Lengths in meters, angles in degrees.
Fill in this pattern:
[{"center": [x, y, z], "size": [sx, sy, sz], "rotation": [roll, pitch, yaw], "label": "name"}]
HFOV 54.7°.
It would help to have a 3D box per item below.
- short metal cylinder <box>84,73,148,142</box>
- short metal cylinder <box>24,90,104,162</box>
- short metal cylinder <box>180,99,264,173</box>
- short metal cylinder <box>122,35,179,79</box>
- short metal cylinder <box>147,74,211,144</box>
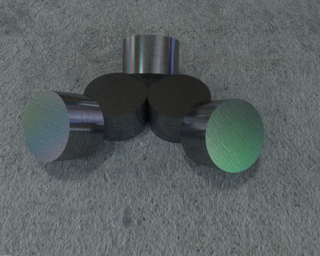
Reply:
[{"center": [-0.056, -0.029, 0.412], "size": [0.080, 0.050, 0.080], "rotation": [0, 50, 0], "label": "short metal cylinder"}, {"center": [-0.112, -0.002, 0.362], "size": [0.080, 0.080, 0.050], "rotation": [39, 20, 28], "label": "short metal cylinder"}, {"center": [0.071, 0.007, 0.355], "size": [0.081, 0.080, 0.050], "rotation": [-30, 15, -23], "label": "short metal cylinder"}, {"center": [-0.013, -0.098, 0.444], "size": [0.080, 0.080, 0.050], "rotation": [1, 93, 1], "label": "short metal cylinder"}, {"center": [0.024, -0.026, 0.410], "size": [0.080, 0.050, 0.080], "rotation": [0, 50, 0], "label": "short metal cylinder"}]
